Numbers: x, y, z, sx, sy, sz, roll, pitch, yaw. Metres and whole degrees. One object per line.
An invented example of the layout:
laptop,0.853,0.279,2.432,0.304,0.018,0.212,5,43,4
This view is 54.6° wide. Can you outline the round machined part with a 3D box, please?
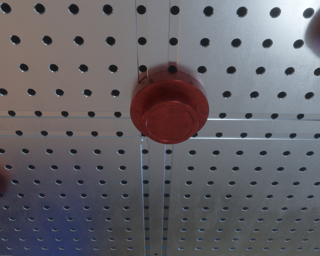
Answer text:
round machined part,0.012,-0.018,0.385,0.099,0.042,0.097,0,130,0
